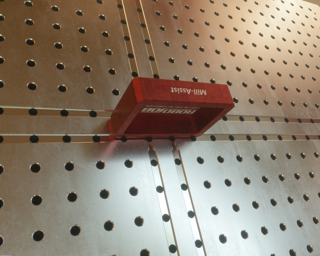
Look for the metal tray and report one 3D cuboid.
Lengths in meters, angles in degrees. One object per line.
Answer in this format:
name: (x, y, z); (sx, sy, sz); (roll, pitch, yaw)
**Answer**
metal tray: (0.015, -0.021, 0.386); (0.131, 0.090, 0.030); (0, 62, -28)
